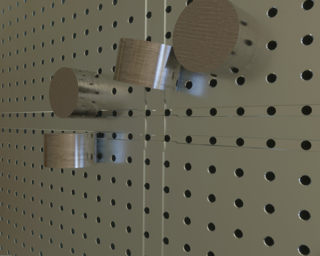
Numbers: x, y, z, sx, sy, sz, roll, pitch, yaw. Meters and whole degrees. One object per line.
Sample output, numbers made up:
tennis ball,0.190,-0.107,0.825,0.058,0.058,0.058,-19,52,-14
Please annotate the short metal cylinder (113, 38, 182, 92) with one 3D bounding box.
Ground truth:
short metal cylinder,-0.014,-0.077,0.383,0.080,0.081,0.050,18,101,38

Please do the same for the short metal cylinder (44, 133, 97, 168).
short metal cylinder,-0.140,0.033,0.486,0.080,0.081,0.050,0,90,39

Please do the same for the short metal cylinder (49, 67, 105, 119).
short metal cylinder,-0.135,-0.055,0.502,0.080,0.050,0.079,0,90,39

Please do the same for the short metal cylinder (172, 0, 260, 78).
short metal cylinder,0.061,-0.098,0.341,0.080,0.050,0.079,0,90,39
